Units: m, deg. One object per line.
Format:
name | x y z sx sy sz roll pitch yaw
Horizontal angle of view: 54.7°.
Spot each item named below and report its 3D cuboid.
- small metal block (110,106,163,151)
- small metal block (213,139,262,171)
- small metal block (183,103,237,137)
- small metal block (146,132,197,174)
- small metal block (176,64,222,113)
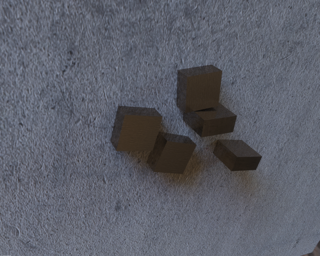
small metal block | -0.030 0.001 0.391 0.050 0.025 0.050 2 118 -30
small metal block | 0.120 0.042 0.482 0.050 0.050 0.025 2 117 -30
small metal block | 0.066 -0.014 0.418 0.050 0.050 0.025 -8 122 -24
small metal block | 0.016 0.036 0.438 0.050 0.025 0.050 10 114 -33
small metal block | 0.050 -0.051 0.402 0.050 0.025 0.050 -13 124 -21
